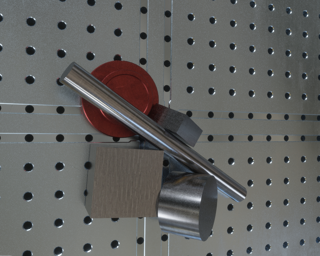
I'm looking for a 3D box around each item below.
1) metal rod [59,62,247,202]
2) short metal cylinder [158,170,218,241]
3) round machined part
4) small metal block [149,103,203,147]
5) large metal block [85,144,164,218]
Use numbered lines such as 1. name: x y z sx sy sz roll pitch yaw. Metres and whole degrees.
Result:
1. metal rod: 0.012 0.021 0.384 0.301 0.025 0.025 36 78 -30
2. short metal cylinder: 0.038 0.097 0.392 0.080 0.050 0.079 4 90 -65
3. round machined part: -0.047 -0.036 0.387 0.099 0.042 0.097 0 90 -21
4. small metal block: 0.019 -0.003 0.397 0.025 0.050 0.050 -60 142 -7
5. large metal block: -0.045 0.064 0.381 0.081 0.050 0.080 5 88 -20
